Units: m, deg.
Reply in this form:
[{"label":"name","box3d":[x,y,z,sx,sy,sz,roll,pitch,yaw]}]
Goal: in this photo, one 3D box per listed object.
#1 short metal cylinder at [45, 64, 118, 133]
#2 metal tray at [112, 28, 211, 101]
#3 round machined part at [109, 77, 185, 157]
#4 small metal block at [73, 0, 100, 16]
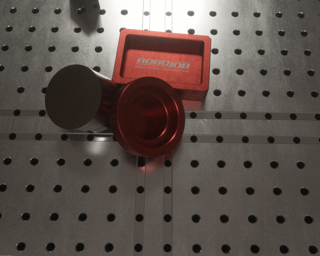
[{"label":"short metal cylinder","box3d":[-0.097,-0.035,0.395,0.080,0.050,0.080,-2,83,20]},{"label":"metal tray","box3d":[0.004,-0.091,0.442,0.131,0.030,0.090,5,70,1]},{"label":"round machined part","box3d":[-0.019,-0.013,0.390,0.099,0.042,0.097,4,83,-34]},{"label":"small metal block","box3d":[-0.121,-0.211,0.474,0.025,0.050,0.050,-39,75,-13]}]
